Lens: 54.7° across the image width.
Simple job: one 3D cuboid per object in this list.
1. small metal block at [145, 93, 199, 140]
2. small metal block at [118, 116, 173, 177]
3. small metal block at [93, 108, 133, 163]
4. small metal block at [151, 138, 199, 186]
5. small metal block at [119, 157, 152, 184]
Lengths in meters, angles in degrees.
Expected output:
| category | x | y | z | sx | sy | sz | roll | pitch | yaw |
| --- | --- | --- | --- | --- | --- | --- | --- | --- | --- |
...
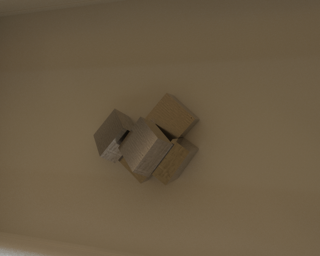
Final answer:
| category | x | y | z | sx | sy | sz | roll | pitch | yaw |
| --- | --- | --- | --- | --- | --- | --- | --- | --- | --- |
| small metal block | 0.014 | -0.010 | 0.403 | 0.050 | 0.025 | 0.050 | 44 | 103 | 14 |
| small metal block | -0.019 | 0.022 | 0.375 | 0.050 | 0.025 | 0.050 | -54 | 41 | 12 |
| small metal block | -0.060 | 0.010 | 0.416 | 0.050 | 0.025 | 0.050 | -49 | 37 | 13 |
| small metal block | 0.019 | 0.040 | 0.388 | 0.025 | 0.050 | 0.050 | 37 | 102 | 16 |
| small metal block | -0.022 | 0.037 | 0.416 | 0.050 | 0.025 | 0.050 | 44 | 103 | 14 |
